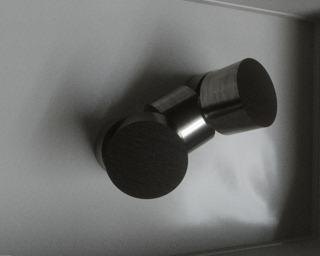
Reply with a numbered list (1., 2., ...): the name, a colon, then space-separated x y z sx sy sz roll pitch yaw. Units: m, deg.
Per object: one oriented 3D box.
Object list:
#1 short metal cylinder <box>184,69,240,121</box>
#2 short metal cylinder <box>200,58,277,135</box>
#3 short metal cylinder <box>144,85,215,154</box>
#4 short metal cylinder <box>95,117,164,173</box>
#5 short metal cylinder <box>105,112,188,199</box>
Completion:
1. short metal cylinder: 0.072 -0.037 0.423 0.081 0.050 0.079 0 90 -21
2. short metal cylinder: 0.093 -0.035 0.362 0.081 0.050 0.080 13 70 -39
3. short metal cylinder: 0.023 -0.007 0.389 0.050 0.080 0.080 -31 101 -17
4. short metal cylinder: -0.036 0.026 0.383 0.081 0.050 0.079 0 90 -21
5. short metal cylinder: -0.013 0.027 0.323 0.081 0.050 0.079 0 102 0
